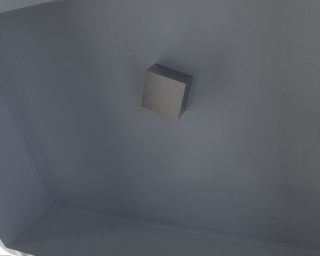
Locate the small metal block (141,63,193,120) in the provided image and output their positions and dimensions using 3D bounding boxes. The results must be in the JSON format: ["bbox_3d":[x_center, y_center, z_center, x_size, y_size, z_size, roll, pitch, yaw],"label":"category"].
[{"bbox_3d":[0.008,-0.044,0.376,0.050,0.025,0.050,21,126,15],"label":"small metal block"}]
